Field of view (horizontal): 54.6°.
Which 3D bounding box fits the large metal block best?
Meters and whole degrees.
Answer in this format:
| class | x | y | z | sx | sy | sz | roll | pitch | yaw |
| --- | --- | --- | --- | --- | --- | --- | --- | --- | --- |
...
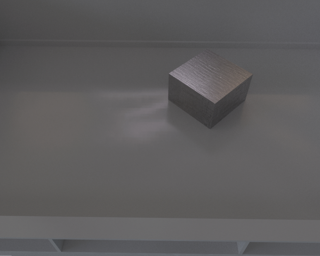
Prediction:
| class | x | y | z | sx | sy | sz | roll | pitch | yaw |
| --- | --- | --- | --- | --- | --- | --- | --- | --- | --- |
| large metal block | 0.069 | -0.057 | 0.438 | 0.080 | 0.050 | 0.080 | -37 | 59 | -27 |
